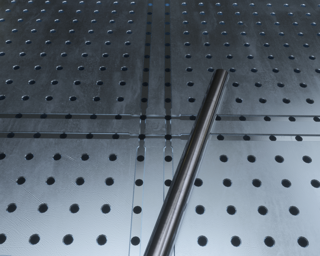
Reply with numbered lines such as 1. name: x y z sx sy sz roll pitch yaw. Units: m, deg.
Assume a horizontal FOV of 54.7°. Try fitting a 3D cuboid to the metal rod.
1. metal rod: 0.043 0.027 0.385 0.025 0.025 0.301 16 52 12
